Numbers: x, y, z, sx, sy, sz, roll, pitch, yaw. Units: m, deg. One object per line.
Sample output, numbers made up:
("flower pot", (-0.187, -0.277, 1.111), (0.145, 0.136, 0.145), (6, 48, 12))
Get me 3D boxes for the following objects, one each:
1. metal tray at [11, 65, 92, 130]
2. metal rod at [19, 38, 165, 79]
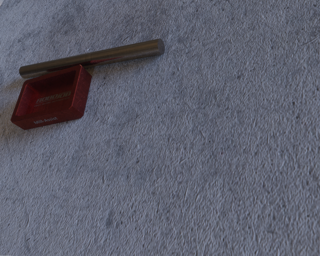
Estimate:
("metal tray", (-0.185, -0.051, 0.528), (0.130, 0.030, 0.090), (-10, 57, 22))
("metal rod", (-0.133, -0.118, 0.546), (0.300, 0.025, 0.025), (-4, 60, 26))
